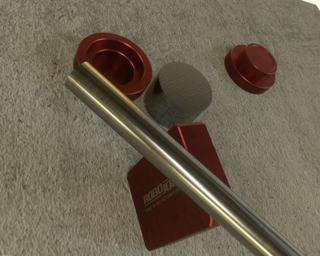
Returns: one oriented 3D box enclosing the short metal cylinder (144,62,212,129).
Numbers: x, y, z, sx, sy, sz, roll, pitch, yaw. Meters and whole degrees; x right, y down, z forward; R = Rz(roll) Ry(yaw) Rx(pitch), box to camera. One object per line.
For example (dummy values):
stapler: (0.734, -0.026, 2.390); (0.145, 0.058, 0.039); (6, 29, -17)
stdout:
short metal cylinder: (0.025, -0.045, 0.430); (0.081, 0.050, 0.080); (14, 56, -21)

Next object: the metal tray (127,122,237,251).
metal tray: (0.013, 0.063, 0.306); (0.030, 0.129, 0.090); (-5, 64, -31)

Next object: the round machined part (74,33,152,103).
round machined part: (-0.063, -0.073, 0.405); (0.099, 0.042, 0.098); (14, 56, -21)

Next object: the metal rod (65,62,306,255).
metal rod: (0.051, 0.060, 0.228); (0.300, 0.025, 0.025); (42, 51, 0)

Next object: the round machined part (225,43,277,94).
round machined part: (0.169, -0.112, 0.555); (0.099, 0.042, 0.098); (14, 56, -21)
